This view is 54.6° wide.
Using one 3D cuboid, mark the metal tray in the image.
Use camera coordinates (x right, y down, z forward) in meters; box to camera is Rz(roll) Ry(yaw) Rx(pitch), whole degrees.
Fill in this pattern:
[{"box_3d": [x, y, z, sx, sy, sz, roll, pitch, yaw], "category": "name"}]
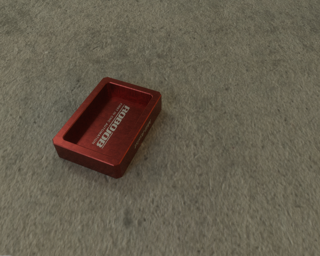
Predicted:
[{"box_3d": [-0.063, -0.006, 0.405, 0.090, 0.030, 0.130, 18, 52, 14], "category": "metal tray"}]
